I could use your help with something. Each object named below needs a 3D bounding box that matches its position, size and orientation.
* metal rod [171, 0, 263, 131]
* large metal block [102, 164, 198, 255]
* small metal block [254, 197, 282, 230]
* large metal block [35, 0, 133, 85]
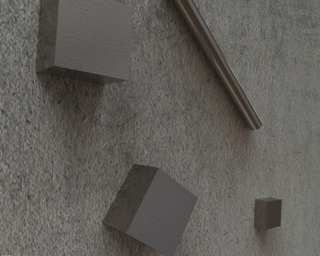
[{"bbox_3d":[0.087,-0.108,0.480,0.300,0.025,0.025,51,60,-28],"label":"metal rod"},{"bbox_3d":[-0.009,0.101,0.383,0.080,0.050,0.080,42,65,-32],"label":"large metal block"},{"bbox_3d":[0.202,0.158,0.578,0.050,0.025,0.050,6,86,-40],"label":"small metal block"},{"bbox_3d":[-0.078,-0.093,0.324,0.081,0.050,0.080,5,87,-40],"label":"large metal block"}]
